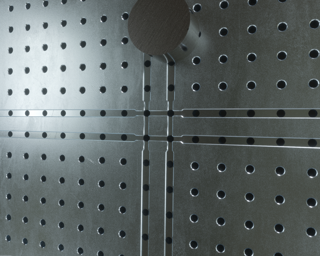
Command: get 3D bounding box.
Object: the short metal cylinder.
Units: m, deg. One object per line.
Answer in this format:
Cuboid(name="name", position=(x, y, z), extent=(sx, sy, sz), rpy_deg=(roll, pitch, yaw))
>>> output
Cuboid(name="short metal cylinder", position=(0.006, -0.128, 0.398), extent=(0.080, 0.050, 0.080), rpy_deg=(0, 90, 20))
